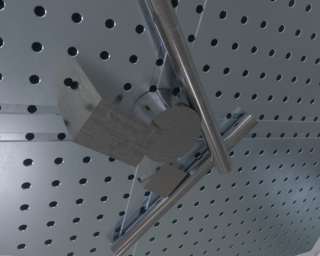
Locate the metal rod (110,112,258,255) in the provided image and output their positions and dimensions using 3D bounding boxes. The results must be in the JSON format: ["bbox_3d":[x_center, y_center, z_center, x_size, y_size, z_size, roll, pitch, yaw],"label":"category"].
[{"bbox_3d":[0.036,0.090,0.486,0.300,0.025,0.025,-45,129,3],"label":"metal rod"}]

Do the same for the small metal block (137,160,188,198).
[{"bbox_3d":[0.003,0.070,0.457,0.050,0.025,0.050,34,99,-39],"label":"small metal block"}]

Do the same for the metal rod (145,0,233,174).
[{"bbox_3d":[0.040,-0.051,0.384,0.025,0.025,0.299,-32,124,-7],"label":"metal rod"}]

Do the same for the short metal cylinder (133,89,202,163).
[{"bbox_3d":[0.005,-0.003,0.396,0.081,0.050,0.079,-14,125,-20],"label":"short metal cylinder"}]

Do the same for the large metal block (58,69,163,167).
[{"bbox_3d":[-0.056,-0.011,0.338,0.080,0.080,0.050,29,102,-38],"label":"large metal block"}]
